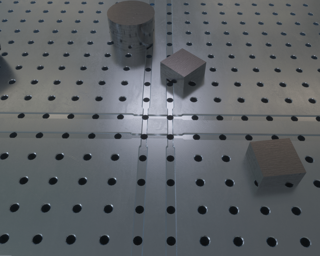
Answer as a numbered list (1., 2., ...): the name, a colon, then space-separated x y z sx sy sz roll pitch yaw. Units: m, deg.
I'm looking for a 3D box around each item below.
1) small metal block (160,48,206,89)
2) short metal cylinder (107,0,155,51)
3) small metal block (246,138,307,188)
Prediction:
1. small metal block: 0.036 -0.094 0.487 0.050 0.025 0.050 -37 59 -27
2. short metal cylinder: -0.049 -0.180 0.542 0.081 0.050 0.080 0 50 0
3. small metal block: 0.138 0.041 0.374 0.050 0.025 0.050 -5 50 -5
